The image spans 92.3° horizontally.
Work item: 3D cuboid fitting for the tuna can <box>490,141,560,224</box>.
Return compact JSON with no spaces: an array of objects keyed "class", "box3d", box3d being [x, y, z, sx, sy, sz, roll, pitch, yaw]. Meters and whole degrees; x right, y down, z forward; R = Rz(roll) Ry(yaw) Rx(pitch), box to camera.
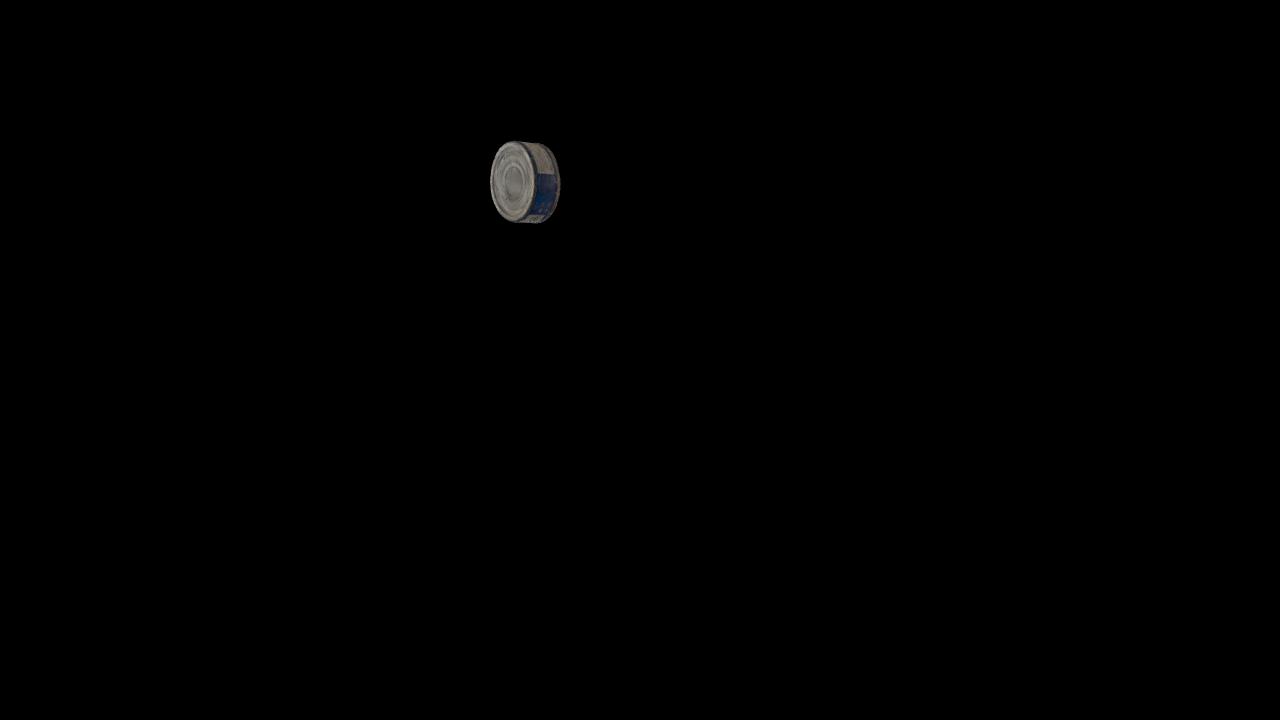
[{"class":"tuna can","box3d":[-0.124,-0.188,0.653,0.084,0.084,0.034,0,9,44]}]
